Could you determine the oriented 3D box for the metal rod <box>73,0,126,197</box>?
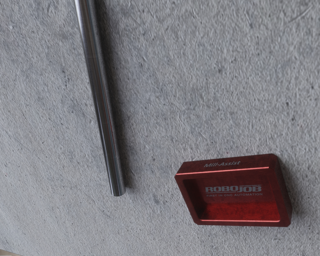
[{"bbox_3d":[-0.078,-0.026,0.429,0.025,0.025,0.298,9,123,23],"label":"metal rod"}]

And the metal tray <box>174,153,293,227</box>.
[{"bbox_3d":[0.094,0.084,0.405,0.130,0.030,0.090,-10,114,32],"label":"metal tray"}]
